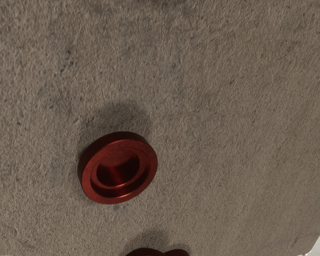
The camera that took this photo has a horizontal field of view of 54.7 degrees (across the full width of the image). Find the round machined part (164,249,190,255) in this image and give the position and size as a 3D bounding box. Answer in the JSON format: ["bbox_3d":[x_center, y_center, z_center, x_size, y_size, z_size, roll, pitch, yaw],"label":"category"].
[{"bbox_3d":[0.022,0.280,0.584,0.099,0.042,0.097,-14,125,-21],"label":"round machined part"}]

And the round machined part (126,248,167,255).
[{"bbox_3d":[-0.024,0.257,0.518,0.099,0.042,0.097,-1,104,-4],"label":"round machined part"}]

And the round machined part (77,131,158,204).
[{"bbox_3d":[-0.056,0.046,0.395,0.099,0.042,0.097,-14,125,-21],"label":"round machined part"}]
